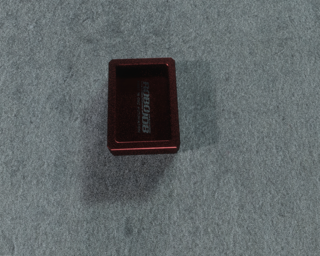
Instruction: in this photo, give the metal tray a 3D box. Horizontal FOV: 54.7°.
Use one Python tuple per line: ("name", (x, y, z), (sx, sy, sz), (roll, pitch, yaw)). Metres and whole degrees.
("metal tray", (-0.022, -0.030, 0.416), (0.091, 0.030, 0.130), (-2, 70, -1))
